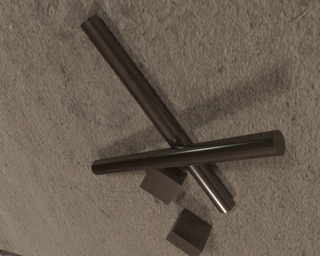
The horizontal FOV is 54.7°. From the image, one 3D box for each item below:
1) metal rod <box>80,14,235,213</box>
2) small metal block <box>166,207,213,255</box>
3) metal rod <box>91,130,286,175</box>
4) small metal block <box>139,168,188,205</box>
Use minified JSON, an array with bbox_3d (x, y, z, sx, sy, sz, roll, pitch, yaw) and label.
[{"bbox_3d":[0.003,-0.010,0.397,0.025,0.025,0.299,-29,103,37],"label":"metal rod"},{"bbox_3d":[0.044,0.157,0.463,0.050,0.050,0.025,34,129,6],"label":"small metal block"},{"bbox_3d":[0.007,0.039,0.394,0.299,0.025,0.025,-13,112,43],"label":"metal rod"},{"bbox_3d":[0.005,0.077,0.451,0.050,0.025,0.050,32,128,7],"label":"small metal block"}]
